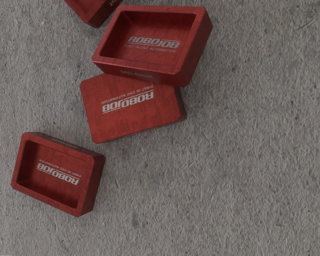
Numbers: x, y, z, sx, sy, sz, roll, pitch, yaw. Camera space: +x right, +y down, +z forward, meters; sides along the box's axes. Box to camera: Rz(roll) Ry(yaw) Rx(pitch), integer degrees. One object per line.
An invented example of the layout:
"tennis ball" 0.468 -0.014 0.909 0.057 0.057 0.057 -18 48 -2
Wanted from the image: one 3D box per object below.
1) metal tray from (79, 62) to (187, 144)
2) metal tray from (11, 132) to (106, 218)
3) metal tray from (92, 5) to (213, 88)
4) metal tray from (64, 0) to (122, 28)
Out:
"metal tray" -0.038 -0.037 0.420 0.130 0.030 0.090 -16 85 19
"metal tray" -0.153 0.066 0.460 0.130 0.030 0.089 17 96 19
"metal tray" -0.012 -0.105 0.381 0.130 0.030 0.090 15 74 30
"metal tray" -0.082 -0.219 0.434 0.130 0.030 0.090 -45 76 14
